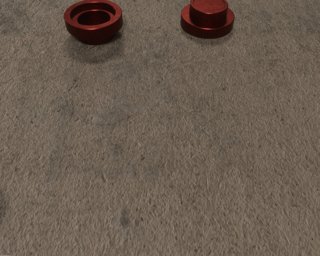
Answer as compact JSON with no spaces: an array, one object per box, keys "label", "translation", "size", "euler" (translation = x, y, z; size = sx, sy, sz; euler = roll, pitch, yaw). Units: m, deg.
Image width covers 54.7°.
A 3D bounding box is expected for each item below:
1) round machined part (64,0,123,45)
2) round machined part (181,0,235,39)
[{"label":"round machined part","translation":[-0.114,-0.183,0.544],"size":[0.099,0.042,0.098],"euler":[0,50,0]},{"label":"round machined part","translation":[0.088,-0.210,0.570],"size":[0.099,0.042,0.098],"euler":[0,50,0]}]
